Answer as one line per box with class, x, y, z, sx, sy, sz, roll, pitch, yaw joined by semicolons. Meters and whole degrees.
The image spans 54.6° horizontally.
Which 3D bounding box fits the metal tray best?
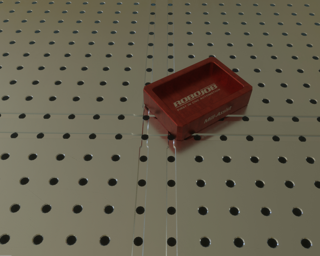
metal tray;0.053;-0.047;0.443;0.131;0.030;0.090;-27;55;-21
